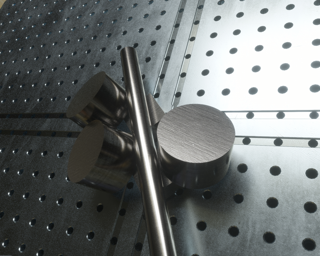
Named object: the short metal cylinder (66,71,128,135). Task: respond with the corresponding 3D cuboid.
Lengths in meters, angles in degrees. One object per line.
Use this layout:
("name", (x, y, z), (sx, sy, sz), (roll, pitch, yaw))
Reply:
("short metal cylinder", (-0.085, -0.033, 0.434), (0.080, 0.050, 0.080), (-34, 33, 26))

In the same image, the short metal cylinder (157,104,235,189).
("short metal cylinder", (0.038, 0.019, 0.339), (0.080, 0.050, 0.080), (-2, 49, 2))

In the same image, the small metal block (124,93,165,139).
("small metal block", (-0.017, -0.011, 0.420), (0.050, 0.025, 0.050), (-37, 51, 3))

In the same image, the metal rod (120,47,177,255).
("metal rod", (-0.022, 0.006, 0.378), (0.025, 0.025, 0.299), (-23, 53, 14))

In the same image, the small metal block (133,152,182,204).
("small metal block", (-0.002, 0.057, 0.370), (0.050, 0.025, 0.050), (-35, 51, 5))

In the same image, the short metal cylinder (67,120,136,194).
("short metal cylinder", (-0.072, 0.036, 0.386), (0.080, 0.050, 0.080), (-31, 45, 38))
